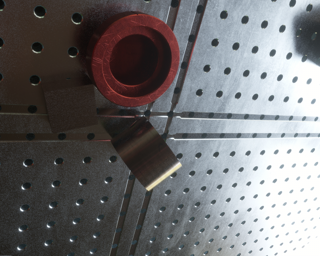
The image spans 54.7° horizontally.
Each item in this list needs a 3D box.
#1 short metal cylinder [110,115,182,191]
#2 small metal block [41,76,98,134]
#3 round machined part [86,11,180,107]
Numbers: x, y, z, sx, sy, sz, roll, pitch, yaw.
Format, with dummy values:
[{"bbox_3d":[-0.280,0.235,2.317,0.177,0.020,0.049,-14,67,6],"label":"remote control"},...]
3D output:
[{"bbox_3d":[-0.017,0.031,0.385,0.050,0.080,0.080,-37,129,-4],"label":"short metal cylinder"},{"bbox_3d":[-0.099,-0.026,0.341,0.050,0.025,0.050,-13,124,-21],"label":"small metal block"},{"bbox_3d":[-0.031,-0.075,0.334,0.099,0.042,0.097,-14,123,-23],"label":"round machined part"}]
